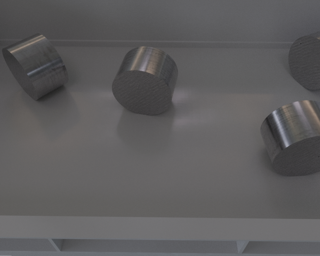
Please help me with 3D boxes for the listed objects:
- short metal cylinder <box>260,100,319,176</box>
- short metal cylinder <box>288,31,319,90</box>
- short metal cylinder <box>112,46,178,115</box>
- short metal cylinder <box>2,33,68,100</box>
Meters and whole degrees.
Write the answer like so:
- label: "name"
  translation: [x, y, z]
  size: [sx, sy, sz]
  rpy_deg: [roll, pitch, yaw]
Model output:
- label: "short metal cylinder"
  translation: [0.164, 0.014, 0.359]
  size: [0.081, 0.080, 0.050]
  rpy_deg: [-3, 50, -3]
- label: "short metal cylinder"
  translation: [0.239, -0.102, 0.457]
  size: [0.050, 0.080, 0.080]
  rpy_deg: [-21, 53, -17]
- label: "short metal cylinder"
  translation: [-0.019, -0.063, 0.422]
  size: [0.080, 0.080, 0.050]
  rpy_deg: [9, 51, 7]
- label: "short metal cylinder"
  translation: [-0.177, -0.087, 0.441]
  size: [0.080, 0.080, 0.050]
  rpy_deg: [37, 59, 27]
